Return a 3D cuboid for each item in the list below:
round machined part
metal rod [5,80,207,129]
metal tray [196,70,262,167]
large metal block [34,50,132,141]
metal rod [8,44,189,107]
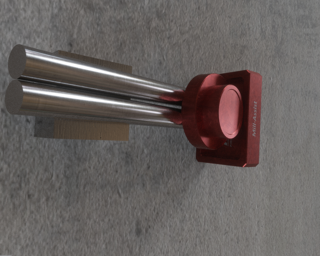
[{"bbox_3d":[0.073,-0.021,0.395,0.099,0.042,0.097,-4,96,-51],"label":"round machined part"},{"bbox_3d":[-0.012,-0.015,0.339,0.302,0.025,0.025,5,87,-53],"label":"metal rod"},{"bbox_3d":[0.097,-0.012,0.447,0.030,0.090,0.129,5,87,-40],"label":"metal tray"},{"bbox_3d":[-0.078,-0.028,0.321,0.081,0.050,0.080,4,87,-40],"label":"large metal block"},{"bbox_3d":[-0.011,-0.041,0.340,0.302,0.025,0.025,4,88,-53],"label":"metal rod"}]
